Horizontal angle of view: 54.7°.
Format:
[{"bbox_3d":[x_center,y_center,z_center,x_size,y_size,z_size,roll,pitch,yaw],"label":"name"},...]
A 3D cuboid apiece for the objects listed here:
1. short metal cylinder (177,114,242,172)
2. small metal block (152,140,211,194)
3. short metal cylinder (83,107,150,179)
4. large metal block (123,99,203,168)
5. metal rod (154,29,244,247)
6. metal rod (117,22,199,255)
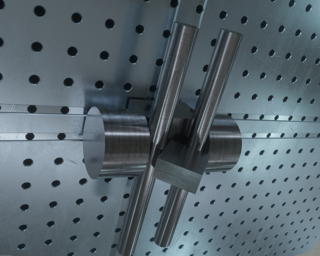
[{"bbox_3d":[0.063,0.020,0.418,0.050,0.080,0.079,1,118,-28],"label":"short metal cylinder"},{"bbox_3d":[0.025,0.042,0.349,0.050,0.050,0.025,20,115,11],"label":"small metal block"},{"bbox_3d":[-0.052,0.017,0.353,0.050,0.080,0.079,1,118,-29],"label":"short metal cylinder"},{"bbox_3d":[-0.001,0.012,0.397,0.081,0.050,0.079,1,118,-29],"label":"large metal block"},{"bbox_3d":[0.039,0.031,0.383,0.025,0.025,0.298,1,118,-29],"label":"metal rod"},{"bbox_3d":[-0.010,0.032,0.357,0.025,0.025,0.298,1,118,-29],"label":"metal rod"}]
